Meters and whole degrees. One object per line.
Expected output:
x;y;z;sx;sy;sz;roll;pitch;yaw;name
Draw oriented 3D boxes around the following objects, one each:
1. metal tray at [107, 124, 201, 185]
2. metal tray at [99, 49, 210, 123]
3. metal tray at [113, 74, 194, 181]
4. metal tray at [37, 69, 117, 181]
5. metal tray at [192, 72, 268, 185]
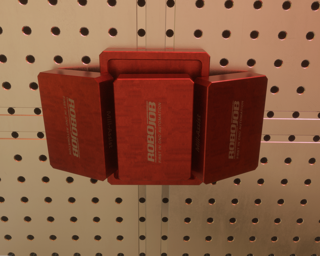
-0.006;0.032;0.423;0.131;0.030;0.089;0;111;-1;metal tray
-0.006;-0.053;0.391;0.131;0.030;0.089;0;111;-1;metal tray
-0.007;0.001;0.378;0.091;0.030;0.129;0;110;-1;metal tray
-0.101;-0.005;0.388;0.090;0.030;0.129;9;113;24;metal tray
0.086;-0.001;0.391;0.091;0.030;0.129;-11;113;-26;metal tray
